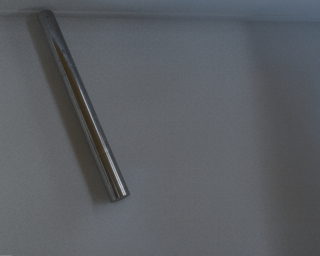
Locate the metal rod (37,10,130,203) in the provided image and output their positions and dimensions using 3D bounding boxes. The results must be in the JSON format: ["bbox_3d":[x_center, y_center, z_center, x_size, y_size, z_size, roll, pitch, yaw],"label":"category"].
[{"bbox_3d":[-0.111,-0.042,0.423,0.025,0.025,0.299,-23,72,-9],"label":"metal rod"}]
